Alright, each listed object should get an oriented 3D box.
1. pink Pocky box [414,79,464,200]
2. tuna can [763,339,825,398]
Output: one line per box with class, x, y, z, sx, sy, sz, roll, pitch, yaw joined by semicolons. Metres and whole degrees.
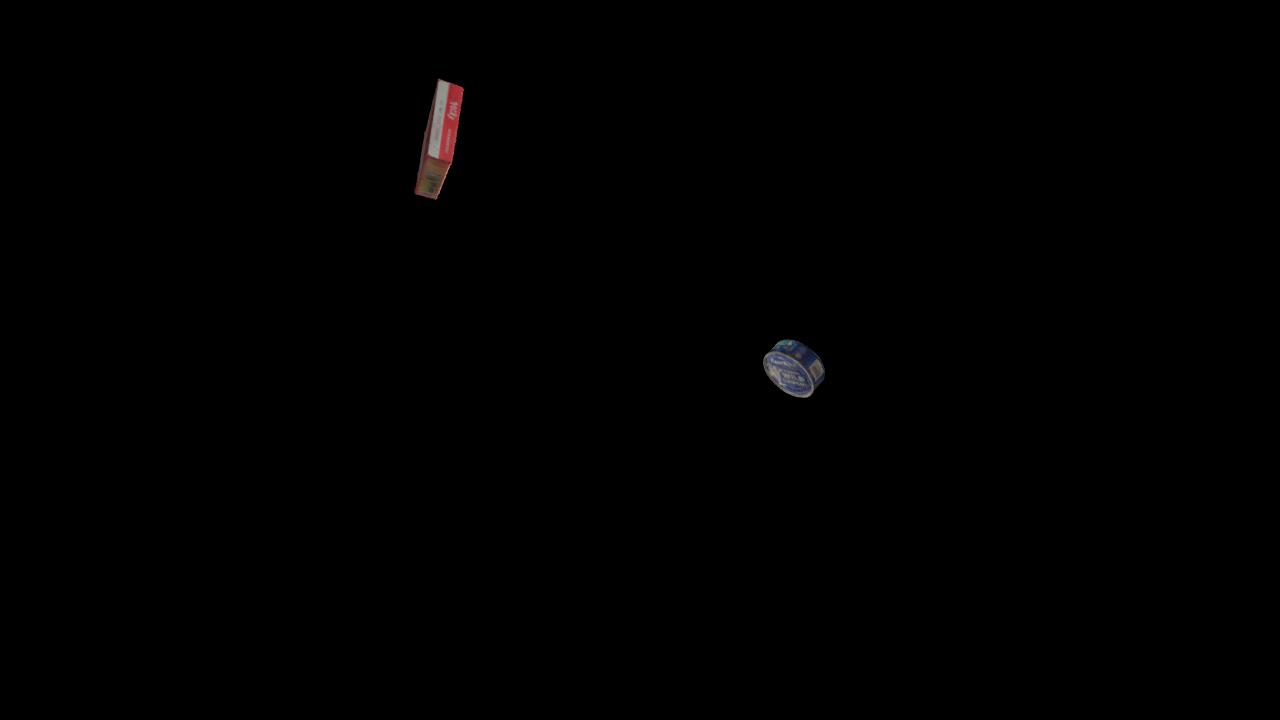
pink Pocky box;-0.229;-0.243;0.695;0.029;0.084;0.155;10;-5;-24
tuna can;0.218;0.011;0.869;0.034;0.084;0.084;-44;20;-22
